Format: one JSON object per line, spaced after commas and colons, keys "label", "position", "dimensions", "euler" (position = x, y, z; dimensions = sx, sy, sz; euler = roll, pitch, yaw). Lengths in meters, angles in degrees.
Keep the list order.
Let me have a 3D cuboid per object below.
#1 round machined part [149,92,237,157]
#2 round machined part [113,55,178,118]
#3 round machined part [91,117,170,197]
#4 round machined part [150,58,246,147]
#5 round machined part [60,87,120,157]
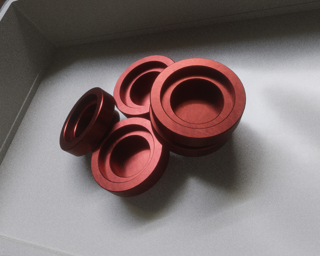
{"label": "round machined part", "position": [0.038, -0.011, 0.366], "dimensions": [0.099, 0.042, 0.098], "euler": [-1, 63, 2]}
{"label": "round machined part", "position": [-0.012, -0.049, 0.428], "dimensions": [0.098, 0.042, 0.098], "euler": [-13, 56, 21]}
{"label": "round machined part", "position": [-0.033, 0.039, 0.385], "dimensions": [0.098, 0.042, 0.098], "euler": [-13, 56, 21]}
{"label": "round machined part", "position": [0.040, -0.024, 0.337], "dimensions": [0.099, 0.042, 0.098], "euler": [-1, 64, 3]}
{"label": "round machined part", "position": [-0.093, -0.005, 0.432], "dimensions": [0.098, 0.042, 0.098], "euler": [-31, 41, 33]}
